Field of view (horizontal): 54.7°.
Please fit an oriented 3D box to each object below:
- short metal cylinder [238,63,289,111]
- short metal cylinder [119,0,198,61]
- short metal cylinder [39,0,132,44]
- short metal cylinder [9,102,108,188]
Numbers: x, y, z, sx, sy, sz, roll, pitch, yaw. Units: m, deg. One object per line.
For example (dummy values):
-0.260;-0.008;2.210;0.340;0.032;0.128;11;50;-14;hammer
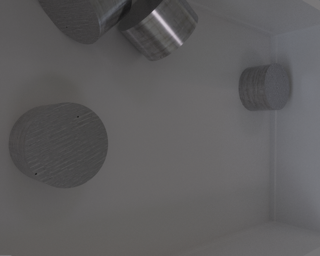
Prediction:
0.183;-0.070;0.543;0.081;0.050;0.080;0;90;-40;short metal cylinder
-0.002;-0.127;0.368;0.050;0.080;0.080;43;64;-32;short metal cylinder
-0.075;-0.131;0.307;0.050;0.080;0.080;-52;121;-27;short metal cylinder
-0.100;0.016;0.307;0.081;0.050;0.080;0;90;-40;short metal cylinder
